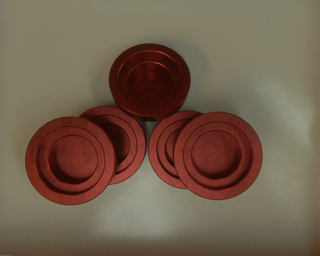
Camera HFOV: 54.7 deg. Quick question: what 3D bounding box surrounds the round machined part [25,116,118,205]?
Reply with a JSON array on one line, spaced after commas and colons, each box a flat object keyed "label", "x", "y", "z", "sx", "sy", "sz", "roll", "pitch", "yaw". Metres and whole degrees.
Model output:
[{"label": "round machined part", "x": -0.098, "y": 0.036, "z": 0.359, "sx": 0.099, "sy": 0.042, "sz": 0.097, "roll": 0, "pitch": 90, "yaw": 0}]

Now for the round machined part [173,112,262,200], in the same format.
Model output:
[{"label": "round machined part", "x": 0.064, "y": 0.031, "z": 0.360, "sx": 0.099, "sy": 0.042, "sz": 0.097, "roll": 0, "pitch": 90, "yaw": 0}]

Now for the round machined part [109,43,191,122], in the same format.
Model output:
[{"label": "round machined part", "x": -0.013, "y": -0.053, "z": 0.391, "sx": 0.099, "sy": 0.042, "sz": 0.098, "roll": 1, "pitch": 72, "yaw": -1}]

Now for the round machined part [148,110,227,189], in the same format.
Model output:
[{"label": "round machined part", "x": 0.034, "y": 0.027, "z": 0.402, "sx": 0.099, "sy": 0.042, "sz": 0.097, "roll": 0, "pitch": 90, "yaw": 0}]

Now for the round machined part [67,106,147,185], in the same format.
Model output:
[{"label": "round machined part", "x": -0.066, "y": 0.022, "z": 0.401, "sx": 0.099, "sy": 0.042, "sz": 0.097, "roll": 0, "pitch": 90, "yaw": 0}]
